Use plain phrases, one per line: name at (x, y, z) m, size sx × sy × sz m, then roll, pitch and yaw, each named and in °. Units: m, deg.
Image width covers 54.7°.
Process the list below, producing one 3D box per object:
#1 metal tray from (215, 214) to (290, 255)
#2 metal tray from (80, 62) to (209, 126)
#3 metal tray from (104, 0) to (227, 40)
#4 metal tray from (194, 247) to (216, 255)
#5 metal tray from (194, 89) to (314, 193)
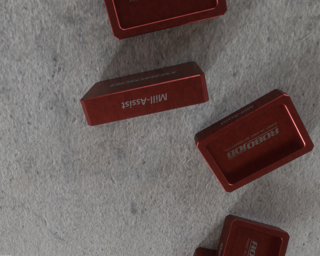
metal tray at (0.128, 0.204, 0.456) m, size 0.091 × 0.030 × 0.129 m, roll 16°, pitch 86°, yaw -5°
metal tray at (-0.016, -0.043, 0.359) m, size 0.131 × 0.090 × 0.030 m, roll -12°, pitch 110°, yaw 4°
metal tray at (0.002, -0.159, 0.348) m, size 0.131 × 0.030 × 0.089 m, roll -12°, pitch 110°, yaw 4°
metal tray at (0.086, 0.262, 0.504) m, size 0.091 × 0.030 × 0.129 m, roll 13°, pitch 110°, yaw -6°
metal tray at (0.124, 0.019, 0.415) m, size 0.130 × 0.030 × 0.090 m, roll -30°, pitch 108°, yaw 10°
